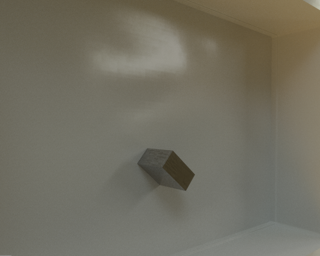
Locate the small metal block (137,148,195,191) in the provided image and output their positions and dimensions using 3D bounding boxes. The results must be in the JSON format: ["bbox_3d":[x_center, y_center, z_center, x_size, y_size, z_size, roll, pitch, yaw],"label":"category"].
[{"bbox_3d":[0.008,0.052,0.396,0.050,0.050,0.025,48,62,-29],"label":"small metal block"}]
